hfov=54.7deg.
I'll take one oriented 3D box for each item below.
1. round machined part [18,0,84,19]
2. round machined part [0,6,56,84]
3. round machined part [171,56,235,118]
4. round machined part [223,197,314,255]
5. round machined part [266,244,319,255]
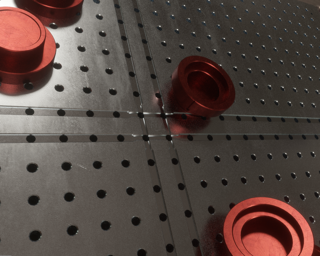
[{"bbox_3d":[-0.155,-0.207,0.440,0.099,0.042,0.098,14,56,-21],"label":"round machined part"},{"bbox_3d":[-0.174,-0.104,0.367,0.099,0.042,0.098,14,56,-21],"label":"round machined part"},{"bbox_3d":[0.061,-0.058,0.467,0.099,0.042,0.098,14,56,-21],"label":"round machined part"},{"bbox_3d":[0.124,0.134,0.365,0.099,0.042,0.098,-6,42,5],"label":"round machined part"},{"bbox_3d":[0.179,0.182,0.385,0.099,0.042,0.098,14,56,-21],"label":"round machined part"}]
